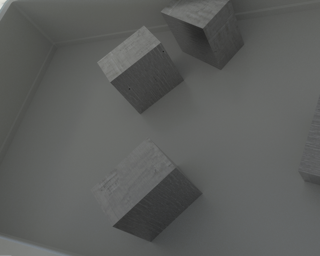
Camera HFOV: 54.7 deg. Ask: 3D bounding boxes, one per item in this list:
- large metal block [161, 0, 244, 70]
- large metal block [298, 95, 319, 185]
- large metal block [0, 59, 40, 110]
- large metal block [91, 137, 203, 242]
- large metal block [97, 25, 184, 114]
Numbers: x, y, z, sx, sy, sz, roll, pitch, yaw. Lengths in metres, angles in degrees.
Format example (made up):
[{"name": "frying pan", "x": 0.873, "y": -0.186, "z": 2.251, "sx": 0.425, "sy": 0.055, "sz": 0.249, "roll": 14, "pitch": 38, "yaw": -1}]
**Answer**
[{"name": "large metal block", "x": 0.059, "y": -0.136, "z": 0.423, "sx": 0.050, "sy": 0.080, "sz": 0.080, "roll": -48, "pitch": 51, "yaw": -5}, {"name": "large metal block", "x": 0.180, "y": 0.017, "z": 0.277, "sx": 0.080, "sy": 0.050, "sz": 0.080, "roll": 14, "pitch": 78, "yaw": 34}, {"name": "large metal block", "x": -0.295, "y": -0.083, "z": 0.598, "sx": 0.080, "sy": 0.050, "sz": 0.080, "roll": 1, "pitch": 62, "yaw": 28}, {"name": "large metal block", "x": -0.011, "y": 0.069, "z": 0.334, "sx": 0.080, "sy": 0.080, "sz": 0.050, "roll": -43, "pitch": 51, "yaw": -1}, {"name": "large metal block", "x": -0.025, "y": -0.079, "z": 0.432, "sx": 0.080, "sy": 0.080, "sz": 0.050, "roll": -38, "pitch": 51, "yaw": 3}]
